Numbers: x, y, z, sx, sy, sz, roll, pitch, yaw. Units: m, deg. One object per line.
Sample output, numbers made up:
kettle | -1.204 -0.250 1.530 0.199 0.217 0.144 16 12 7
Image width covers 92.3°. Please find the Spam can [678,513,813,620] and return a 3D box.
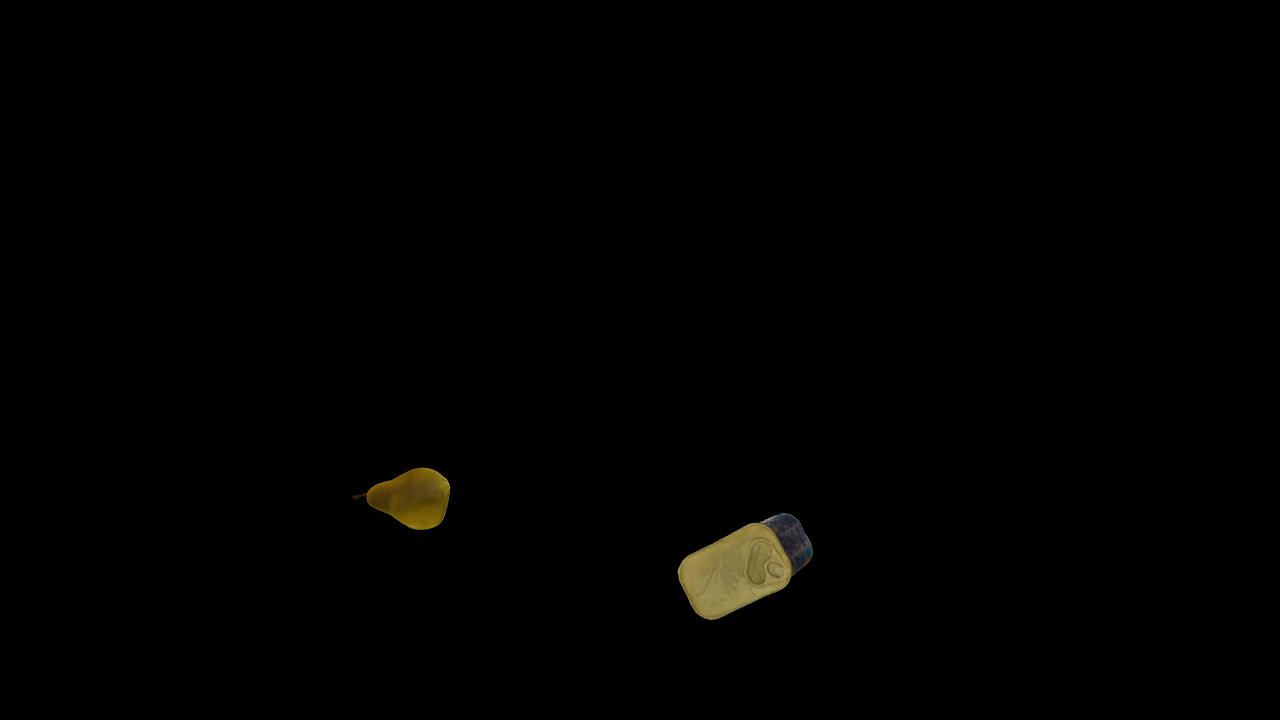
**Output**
Spam can | 0.099 0.184 0.560 0.101 0.058 0.085 -34 -19 22

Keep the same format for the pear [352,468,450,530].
pear | -0.288 0.164 0.742 0.111 0.080 0.080 12 -3 -13
